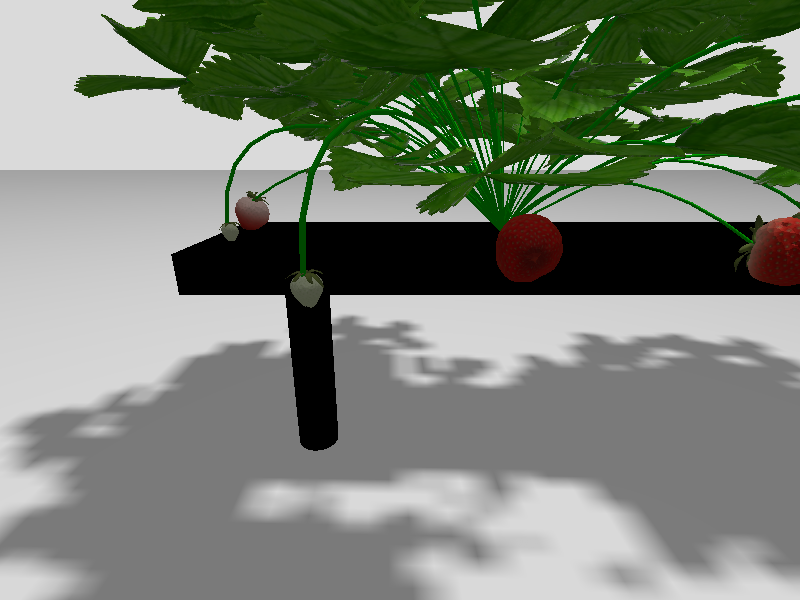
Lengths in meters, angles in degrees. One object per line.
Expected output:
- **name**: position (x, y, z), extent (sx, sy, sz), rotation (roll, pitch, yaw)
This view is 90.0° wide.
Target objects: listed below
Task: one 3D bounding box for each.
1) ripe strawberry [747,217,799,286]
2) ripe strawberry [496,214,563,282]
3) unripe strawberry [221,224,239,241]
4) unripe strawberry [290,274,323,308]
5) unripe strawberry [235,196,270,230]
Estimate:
- **ripe strawberry**: position (0.192, -0.022, 0.196), extent (0.030, 0.034, 0.032), rotation (-12, 29, -31)
- **ripe strawberry**: position (0.067, -0.026, 0.208), extent (0.034, 0.036, 0.037), rotation (3, 20, 8)
- **unripe strawberry**: position (-0.104, -0.041, 0.245), extent (0.010, 0.011, 0.011), rotation (-10, 22, -27)
- **unripe strawberry**: position (-0.037, -0.004, 0.160), extent (0.013, 0.014, 0.014), rotation (12, 23, 31)
- **unripe strawberry**: position (-0.137, -0.078, 0.369), extent (0.030, 0.031, 0.029), rotation (26, 20, -3)
